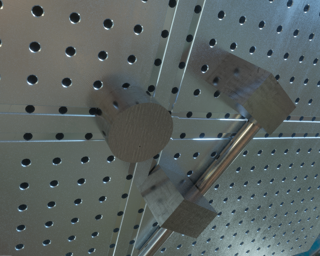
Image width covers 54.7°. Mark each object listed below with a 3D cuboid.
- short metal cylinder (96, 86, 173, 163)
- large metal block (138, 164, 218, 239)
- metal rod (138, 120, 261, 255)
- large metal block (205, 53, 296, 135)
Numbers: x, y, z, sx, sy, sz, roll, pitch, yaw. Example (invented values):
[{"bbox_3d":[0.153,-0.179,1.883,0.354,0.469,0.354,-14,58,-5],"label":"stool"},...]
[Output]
[{"bbox_3d":[-0.031,-0.005,0.376,0.081,0.050,0.079,-14,125,-21],"label":"short metal cylinder"},{"bbox_3d":[0.026,0.108,0.459,0.080,0.080,0.050,32,100,-39],"label":"large metal block"},{"bbox_3d":[0.062,0.106,0.513,0.025,0.025,0.299,31,101,-38],"label":"metal rod"},{"bbox_3d":[0.121,-0.046,0.416,0.050,0.080,0.080,-49,129,6],"label":"large metal block"}]
